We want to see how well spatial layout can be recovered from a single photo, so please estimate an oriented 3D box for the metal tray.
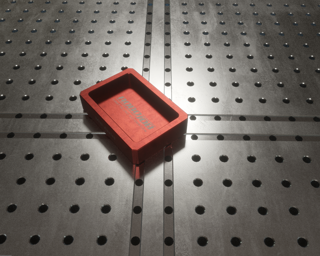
[{"bbox_3d":[-0.037,-0.022,0.422,0.091,0.030,0.130,-32,57,-25],"label":"metal tray"}]
